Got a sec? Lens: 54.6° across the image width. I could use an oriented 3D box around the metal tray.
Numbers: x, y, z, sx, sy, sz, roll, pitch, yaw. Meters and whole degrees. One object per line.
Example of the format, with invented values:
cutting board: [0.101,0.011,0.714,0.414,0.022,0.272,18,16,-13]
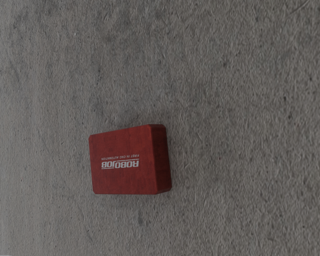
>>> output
metal tray: [-0.047,0.047,0.442,0.130,0.030,0.090,-10,84,39]
